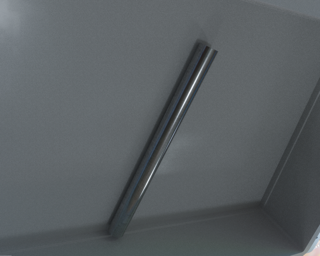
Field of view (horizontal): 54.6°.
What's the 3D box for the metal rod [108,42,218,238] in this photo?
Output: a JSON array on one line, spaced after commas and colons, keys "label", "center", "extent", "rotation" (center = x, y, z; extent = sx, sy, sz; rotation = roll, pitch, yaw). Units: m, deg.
[{"label": "metal rod", "center": [-0.003, 0.029, 0.423], "extent": [0.025, 0.025, 0.298], "rotation": [14, 111, -34]}]
